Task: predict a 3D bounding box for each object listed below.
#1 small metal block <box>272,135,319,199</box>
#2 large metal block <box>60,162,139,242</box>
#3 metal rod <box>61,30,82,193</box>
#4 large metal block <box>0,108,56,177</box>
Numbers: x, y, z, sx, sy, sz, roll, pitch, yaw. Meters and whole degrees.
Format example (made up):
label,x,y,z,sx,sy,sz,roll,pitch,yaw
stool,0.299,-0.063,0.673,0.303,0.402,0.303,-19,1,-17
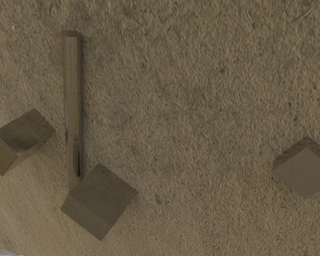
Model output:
label,x,y,z,sx,sy,sz,roll,pitch,yaw
small metal block,0.165,0.045,0.348,0.050,0.025,0.050,40,129,0
large metal block,-0.095,0.116,0.493,0.080,0.080,0.050,37,129,3
metal rod,-0.133,0.001,0.477,0.025,0.025,0.298,21,126,15
large metal block,-0.232,0.023,0.508,0.050,0.080,0.080,48,129,-6
